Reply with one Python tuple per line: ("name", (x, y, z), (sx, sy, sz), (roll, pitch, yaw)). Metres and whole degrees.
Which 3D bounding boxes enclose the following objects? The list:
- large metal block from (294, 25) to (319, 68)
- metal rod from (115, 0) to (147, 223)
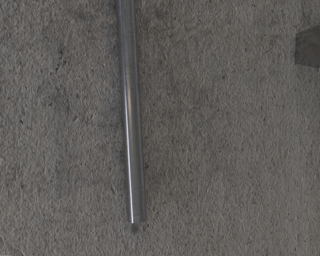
("large metal block", (0.271, -0.126, 0.479), (0.081, 0.080, 0.050), (5, 89, -20))
("metal rod", (-0.037, -0.031, 0.395), (0.025, 0.025, 0.298), (-4, 91, -20))
